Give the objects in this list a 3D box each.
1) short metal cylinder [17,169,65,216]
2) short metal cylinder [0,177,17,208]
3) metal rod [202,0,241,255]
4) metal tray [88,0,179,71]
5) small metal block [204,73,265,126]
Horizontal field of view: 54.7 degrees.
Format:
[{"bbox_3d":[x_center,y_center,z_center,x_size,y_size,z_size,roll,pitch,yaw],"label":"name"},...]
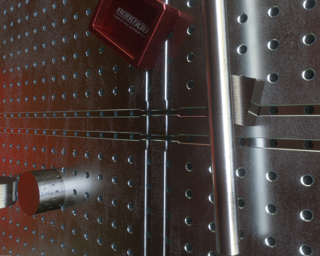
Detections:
[{"bbox_3d":[-0.221,0.118,0.576,0.080,0.050,0.079,0,90,40],"label":"short metal cylinder"},{"bbox_3d":[-0.353,0.137,0.665,0.080,0.081,0.050,7,94,40],"label":"short metal cylinder"},{"bbox_3d":[0.063,-0.023,0.324,0.025,0.025,0.298,-5,87,40],"label":"metal rod"},{"bbox_3d":[-0.043,-0.152,0.441,0.130,0.030,0.089,43,116,31],"label":"metal tray"},{"bbox_3d":[0.082,-0.032,0.342,0.050,0.025,0.050,18,101,38],"label":"small metal block"}]
